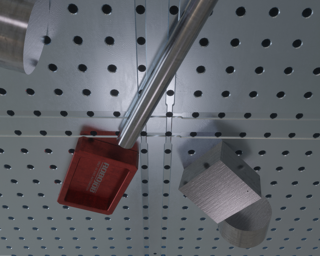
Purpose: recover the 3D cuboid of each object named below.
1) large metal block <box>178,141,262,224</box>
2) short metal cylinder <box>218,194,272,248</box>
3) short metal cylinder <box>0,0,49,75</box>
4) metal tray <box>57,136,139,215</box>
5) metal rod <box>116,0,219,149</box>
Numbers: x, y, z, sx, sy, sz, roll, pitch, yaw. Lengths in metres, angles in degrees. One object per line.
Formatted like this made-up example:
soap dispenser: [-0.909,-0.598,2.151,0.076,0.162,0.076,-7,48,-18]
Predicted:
large metal block: [0.087,0.079,0.450,0.080,0.050,0.080,42,120,-10]
short metal cylinder: [0.135,0.144,0.500,0.080,0.080,0.050,-3,130,3]
short metal cylinder: [-0.142,-0.096,0.292,0.050,0.080,0.079,14,129,-12]
metal tray: [-0.096,0.078,0.473,0.091,0.030,0.129,18,128,-15]
metal rod: [0.016,-0.083,0.340,0.025,0.025,0.298,20,127,-16]
